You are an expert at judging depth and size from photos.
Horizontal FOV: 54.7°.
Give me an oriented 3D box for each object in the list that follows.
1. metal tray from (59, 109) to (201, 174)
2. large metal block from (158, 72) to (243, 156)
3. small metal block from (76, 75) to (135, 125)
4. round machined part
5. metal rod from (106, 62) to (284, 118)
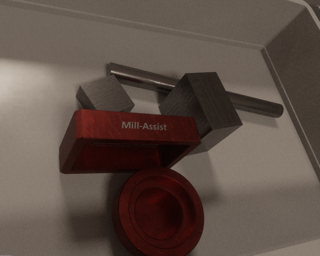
[{"bbox_3d":[-0.034,0.019,0.335,0.131,0.090,0.030,3,61,-27],"label":"metal tray"},{"bbox_3d":[0.050,-0.017,0.409,0.050,0.080,0.080,-9,66,-32],"label":"large metal block"},{"bbox_3d":[-0.069,-0.034,0.391,0.050,0.025,0.050,-27,77,-37],"label":"small metal block"},{"bbox_3d":[-0.005,0.094,0.336,0.099,0.042,0.098,14,56,-21],"label":"round machined part"},{"bbox_3d":[0.068,-0.053,0.476,0.302,0.025,0.025,10,58,-24],"label":"metal rod"}]
